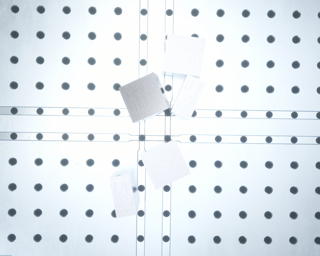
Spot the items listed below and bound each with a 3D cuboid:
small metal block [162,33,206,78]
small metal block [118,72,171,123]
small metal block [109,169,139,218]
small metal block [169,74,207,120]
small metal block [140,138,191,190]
[{"bbox_3d":[0.031,-0.095,0.414,0.050,0.025,0.050,8,90,-1],"label":"small metal block"},{"bbox_3d":[-0.019,-0.039,0.407,0.050,0.025,0.050,-23,87,11],"label":"small metal block"},{"bbox_3d":[-0.045,0.082,0.400,0.025,0.050,0.050,-10,90,0],"label":"small metal block"},{"bbox_3d":[0.035,-0.038,0.401,0.025,0.050,0.050,24,90,-1],"label":"small metal block"},{"bbox_3d":[0.007,0.047,0.414,0.050,0.025,0.050,-25,90,-1],"label":"small metal block"}]
